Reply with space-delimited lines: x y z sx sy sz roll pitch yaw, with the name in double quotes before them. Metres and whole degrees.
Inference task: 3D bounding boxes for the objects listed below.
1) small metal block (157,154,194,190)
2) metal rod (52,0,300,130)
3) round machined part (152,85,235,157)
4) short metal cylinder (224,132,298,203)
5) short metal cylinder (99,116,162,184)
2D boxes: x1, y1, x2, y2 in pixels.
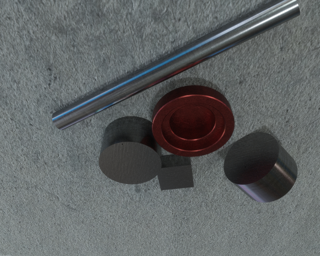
"small metal block" 0.023 0.065 0.463 0.050 0.025 0.050 -7 130 5
"metal rod" 0.001 -0.065 0.351 0.300 0.025 0.025 -23 127 18
"round machined part" 0.039 -0.013 0.386 0.099 0.042 0.097 0 130 0
"short metal cylinder" 0.134 0.052 0.417 0.080 0.080 0.050 -34 122 25
"short metal cylinder" -0.038 0.031 0.416 0.081 0.050 0.079 0 130 0
